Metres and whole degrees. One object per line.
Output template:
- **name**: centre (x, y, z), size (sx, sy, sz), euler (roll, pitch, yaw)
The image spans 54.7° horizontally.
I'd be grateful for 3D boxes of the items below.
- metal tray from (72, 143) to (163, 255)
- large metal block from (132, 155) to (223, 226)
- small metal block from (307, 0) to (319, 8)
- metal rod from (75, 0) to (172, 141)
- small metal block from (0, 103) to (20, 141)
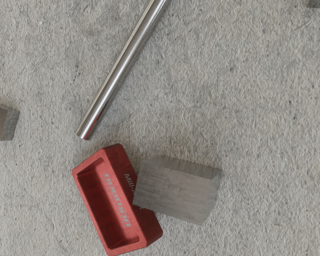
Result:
- **metal tray**: centre (-0.060, 0.096, 0.408), size (0.090, 0.030, 0.130), euler (-34, 79, 40)
- **large metal block**: centre (0.024, 0.069, 0.371), size (0.080, 0.080, 0.050), euler (13, 94, 19)
- **small metal block**: centre (0.195, -0.160, 0.340), size (0.050, 0.025, 0.050), euler (11, 94, 19)
- **metal rod**: centre (-0.033, -0.113, 0.419), size (0.025, 0.025, 0.299), euler (35, 101, 16)
- **small metal block**: centre (-0.260, -0.011, 0.498), size (0.050, 0.025, 0.050), euler (20, 97, 18)
